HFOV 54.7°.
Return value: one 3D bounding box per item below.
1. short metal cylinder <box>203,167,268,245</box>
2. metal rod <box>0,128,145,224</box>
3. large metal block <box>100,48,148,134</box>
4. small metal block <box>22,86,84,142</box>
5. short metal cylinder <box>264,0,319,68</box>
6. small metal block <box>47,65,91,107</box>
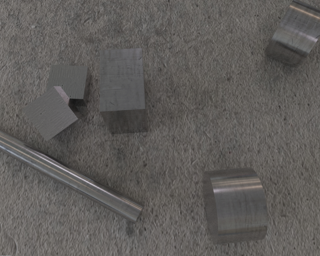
[{"bbox_3d":[0.081,0.086,0.348,0.050,0.080,0.080,-5,70,-2],"label":"short metal cylinder"},{"bbox_3d":[-0.158,0.039,0.392,0.301,0.025,0.025,26,72,9],"label":"metal rod"},{"bbox_3d":[-0.044,-0.044,0.395,0.050,0.080,0.080,-4,70,-1],"label":"large metal block"},{"bbox_3d":[-0.137,-0.019,0.398,0.050,0.025,0.050,-35,96,5],"label":"small metal block"},{"bbox_3d":[0.187,-0.130,0.428,0.050,0.080,0.080,29,73,10],"label":"short metal cylinder"},{"bbox_3d":[-0.125,-0.058,0.429,0.050,0.025,0.050,3,70,1],"label":"small metal block"}]
